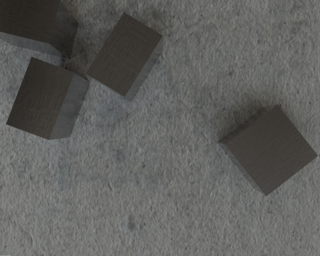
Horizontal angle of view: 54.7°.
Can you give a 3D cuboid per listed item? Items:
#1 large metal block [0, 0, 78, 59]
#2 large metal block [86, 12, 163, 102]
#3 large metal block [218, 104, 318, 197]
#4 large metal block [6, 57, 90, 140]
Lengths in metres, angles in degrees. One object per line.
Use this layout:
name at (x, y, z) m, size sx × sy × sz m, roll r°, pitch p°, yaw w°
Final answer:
large metal block at (-0.156, -0.127, 0.380) m, size 0.080 × 0.080 × 0.050 m, roll 14°, pitch 90°, yaw -1°
large metal block at (-0.040, -0.081, 0.382) m, size 0.050 × 0.080 × 0.080 m, roll 32°, pitch 90°, yaw -1°
large metal block at (0.135, 0.027, 0.399) m, size 0.080 × 0.050 × 0.080 m, roll -38°, pitch 91°, yaw 0°
large metal block at (-0.132, -0.033, 0.381) m, size 0.050 × 0.080 × 0.080 m, roll 21°, pitch 90°, yaw -1°
